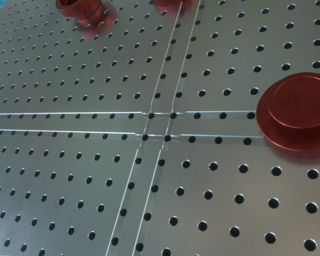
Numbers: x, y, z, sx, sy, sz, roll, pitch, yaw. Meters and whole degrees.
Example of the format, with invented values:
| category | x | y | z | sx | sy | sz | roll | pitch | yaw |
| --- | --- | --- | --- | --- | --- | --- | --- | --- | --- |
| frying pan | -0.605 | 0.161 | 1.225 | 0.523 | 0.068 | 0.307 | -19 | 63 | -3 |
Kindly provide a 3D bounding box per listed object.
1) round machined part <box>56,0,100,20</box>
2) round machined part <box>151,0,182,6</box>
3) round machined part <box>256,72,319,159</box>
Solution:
| category | x | y | z | sx | sy | sz | roll | pitch | yaw |
| --- | --- | --- | --- | --- | --- | --- | --- | --- | --- |
| round machined part | -0.166 | -0.268 | 0.651 | 0.098 | 0.042 | 0.098 | -13 | 56 | 21 |
| round machined part | 0.017 | -0.270 | 0.555 | 0.098 | 0.042 | 0.098 | -13 | 56 | 21 |
| round machined part | 0.153 | -0.020 | 0.330 | 0.098 | 0.042 | 0.098 | -13 | 56 | 21 |
